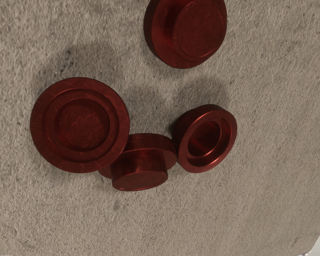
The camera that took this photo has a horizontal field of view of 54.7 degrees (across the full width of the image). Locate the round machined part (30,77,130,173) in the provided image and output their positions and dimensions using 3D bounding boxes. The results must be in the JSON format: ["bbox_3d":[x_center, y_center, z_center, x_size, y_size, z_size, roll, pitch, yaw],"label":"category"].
[{"bbox_3d":[-0.082,-0.004,0.331,0.099,0.042,0.097,0,95,-5],"label":"round machined part"}]

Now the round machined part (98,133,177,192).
[{"bbox_3d":[-0.027,0.048,0.384,0.099,0.042,0.098,-9,152,-4],"label":"round machined part"}]

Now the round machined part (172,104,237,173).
[{"bbox_3d":[0.056,0.011,0.432,0.099,0.042,0.097,-17,125,-25],"label":"round machined part"}]

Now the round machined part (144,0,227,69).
[{"bbox_3d":[0.035,-0.112,0.347,0.099,0.042,0.097,-14,125,-21],"label":"round machined part"}]
